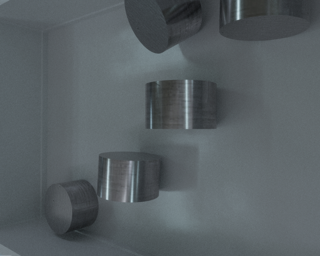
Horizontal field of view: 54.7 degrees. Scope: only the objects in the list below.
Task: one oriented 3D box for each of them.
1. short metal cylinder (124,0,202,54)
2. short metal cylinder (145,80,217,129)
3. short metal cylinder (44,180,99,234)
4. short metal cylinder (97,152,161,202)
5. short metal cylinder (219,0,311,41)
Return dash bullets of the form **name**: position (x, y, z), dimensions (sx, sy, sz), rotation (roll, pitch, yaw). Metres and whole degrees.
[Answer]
- **short metal cylinder**: position (0.003, -0.135, 0.363), dimensions (0.080, 0.050, 0.080), rotation (44, 156, 27)
- **short metal cylinder**: position (0.024, -0.024, 0.352), dimensions (0.080, 0.081, 0.050), rotation (0, 90, 40)
- **short metal cylinder**: position (-0.147, 0.129, 0.513), dimensions (0.080, 0.050, 0.080), rotation (0, 90, 40)
- **short metal cylinder**: position (-0.040, 0.061, 0.404), dimensions (0.080, 0.081, 0.050), rotation (5, 94, 40)
- **short metal cylinder**: position (0.097, -0.117, 0.291), dimensions (0.080, 0.081, 0.050), rotation (2, 91, 40)
